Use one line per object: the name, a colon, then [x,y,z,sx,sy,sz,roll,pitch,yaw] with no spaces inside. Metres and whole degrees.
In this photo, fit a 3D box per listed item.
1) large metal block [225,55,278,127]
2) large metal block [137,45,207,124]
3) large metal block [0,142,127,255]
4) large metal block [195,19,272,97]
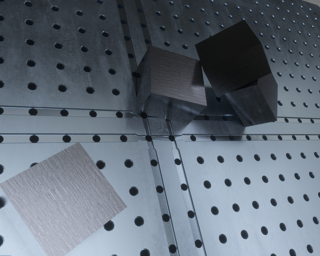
large metal block: [0.145,-0.061,0.485,0.080,0.050,0.080,48,44,-35]
large metal block: [0.014,-0.059,0.435,0.081,0.050,0.080,11,57,-22]
large metal block: [-0.093,0.073,0.297,0.081,0.050,0.080,-32,80,-38]
large metal block: [0.103,-0.102,0.450,0.050,0.080,0.080,54,19,-37]
